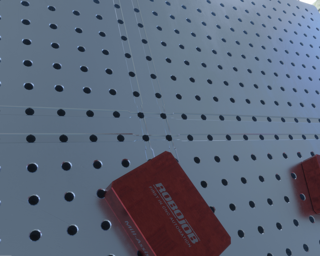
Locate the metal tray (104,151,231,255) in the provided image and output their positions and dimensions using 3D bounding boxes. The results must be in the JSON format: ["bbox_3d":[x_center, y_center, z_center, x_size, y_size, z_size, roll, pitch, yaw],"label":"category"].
[{"bbox_3d":[0.009,0.101,0.350,0.091,0.030,0.130,-27,77,-37],"label":"metal tray"}]

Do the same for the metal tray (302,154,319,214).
[{"bbox_3d":[0.302,0.100,0.509,0.131,0.030,0.090,14,56,-21],"label":"metal tray"}]
